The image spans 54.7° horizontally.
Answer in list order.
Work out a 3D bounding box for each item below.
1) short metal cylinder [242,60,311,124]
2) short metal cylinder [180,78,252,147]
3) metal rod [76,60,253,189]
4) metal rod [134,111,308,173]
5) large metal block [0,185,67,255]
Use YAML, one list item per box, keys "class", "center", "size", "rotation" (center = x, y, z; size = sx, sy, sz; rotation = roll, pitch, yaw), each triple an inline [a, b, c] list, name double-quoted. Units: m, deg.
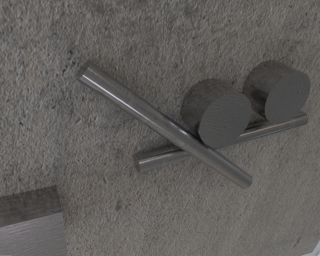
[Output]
- class: "short metal cylinder"
  center: [0.168, -0.053, 0.450]
  size: [0.081, 0.050, 0.079]
  rotation: [-14, 124, -21]
- class: "short metal cylinder"
  center: [0.075, -0.021, 0.419]
  size: [0.081, 0.050, 0.079]
  rotation: [-14, 124, -21]
- class: "metal rod"
  center: [0.026, 0.011, 0.403]
  size: [0.301, 0.025, 0.025]
  rotation: [34, 99, -31]
- class: "metal rod"
  center: [0.106, 0.016, 0.474]
  size: [0.302, 0.025, 0.025]
  rotation: [-13, 124, -21]
- class: "large metal block"
  center: [-0.162, 0.125, 0.380]
  size: [0.081, 0.050, 0.079]
  rotation: [-9, 123, -24]
